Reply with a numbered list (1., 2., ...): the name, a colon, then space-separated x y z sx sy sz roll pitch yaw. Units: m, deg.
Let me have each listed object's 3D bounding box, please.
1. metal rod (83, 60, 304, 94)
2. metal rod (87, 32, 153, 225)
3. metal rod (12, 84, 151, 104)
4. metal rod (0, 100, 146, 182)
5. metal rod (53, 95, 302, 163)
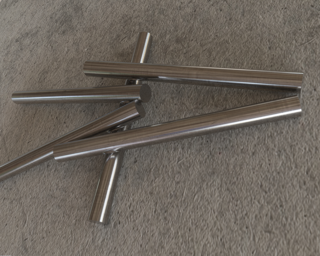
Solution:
1. metal rod: 0.026 -0.071 0.413 0.301 0.025 0.025 8 66 24
2. metal rod: -0.050 -0.017 0.441 0.025 0.025 0.299 -3 60 26
3. metal rod: -0.142 -0.051 0.491 0.300 0.025 0.025 3 63 35
4. metal rod: -0.155 0.031 0.448 0.300 0.025 0.025 -23 53 20
5. metal rod: 0.009 0.005 0.376 0.301 0.025 0.025 -11 57 13
